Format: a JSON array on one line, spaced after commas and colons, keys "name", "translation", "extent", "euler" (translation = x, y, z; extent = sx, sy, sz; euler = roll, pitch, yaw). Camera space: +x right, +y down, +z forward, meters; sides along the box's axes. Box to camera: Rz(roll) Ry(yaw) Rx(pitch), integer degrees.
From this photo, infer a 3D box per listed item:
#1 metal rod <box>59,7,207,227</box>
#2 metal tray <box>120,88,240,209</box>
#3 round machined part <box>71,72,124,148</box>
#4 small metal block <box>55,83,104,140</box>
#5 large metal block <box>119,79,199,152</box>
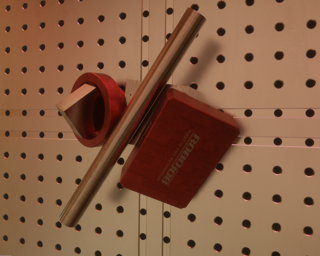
[{"name": "metal rod", "translation": [-0.039, -0.004, 0.372], "extent": [0.025, 0.025, 0.299], "euler": [36, 101, 16]}, {"name": "metal tray", "translation": [0.020, 0.029, 0.366], "extent": [0.090, 0.030, 0.129], "euler": [24, 115, -14]}, {"name": "round machined part", "translation": [-0.079, -0.024, 0.416], "extent": [0.098, 0.042, 0.097], "euler": [4, 95, 44]}, {"name": "small metal block", "translation": [-0.098, -0.022, 0.403], "extent": [0.050, 0.050, 0.025], "euler": [-42, 43, -21]}, {"name": "large metal block", "translation": [-0.001, -0.015, 0.398], "extent": [0.080, 0.050, 0.079], "euler": [10, 93, 19]}]
